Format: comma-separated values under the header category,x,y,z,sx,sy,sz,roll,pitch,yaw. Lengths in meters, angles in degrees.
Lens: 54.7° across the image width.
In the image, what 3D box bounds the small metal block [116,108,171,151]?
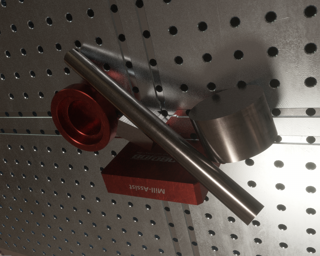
category,x,y,z,sx,sy,sz,roll,pitch,yaw
small metal block,-0.021,-0.003,0.403,0.050,0.050,0.025,24,127,13

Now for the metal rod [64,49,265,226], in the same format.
category,x,y,z,sx,sy,sz,roll,pitch,yaw
metal rod,-0.012,-0.005,0.357,0.300,0.025,0.025,41,131,23

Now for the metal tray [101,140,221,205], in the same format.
category,x,y,z,sx,sy,sz,roll,pitch,yaw
metal tray,0.003,0.050,0.396,0.130,0.090,0.030,2,120,27

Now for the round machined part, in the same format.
category,x,y,z,sx,sy,sz,roll,pitch,yaw
round machined part,-0.102,-0.018,0.441,0.098,0.042,0.097,13,124,20

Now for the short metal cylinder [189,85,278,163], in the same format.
category,x,y,z,sx,sy,sz,roll,pitch,yaw
short metal cylinder,0.077,-0.006,0.331,0.080,0.080,0.050,-12,112,33
